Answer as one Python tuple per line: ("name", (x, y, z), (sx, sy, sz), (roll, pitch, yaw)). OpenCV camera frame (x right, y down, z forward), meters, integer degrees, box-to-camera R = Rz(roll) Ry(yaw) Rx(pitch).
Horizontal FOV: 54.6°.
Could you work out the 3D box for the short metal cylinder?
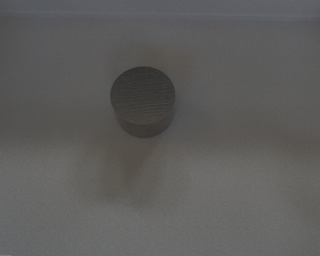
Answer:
("short metal cylinder", (-0.021, -0.033, 0.406), (0.080, 0.050, 0.080), (0, 70, 0))
